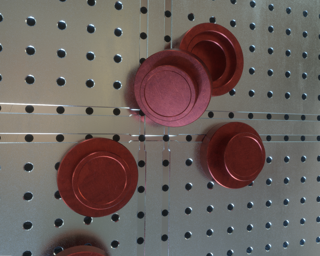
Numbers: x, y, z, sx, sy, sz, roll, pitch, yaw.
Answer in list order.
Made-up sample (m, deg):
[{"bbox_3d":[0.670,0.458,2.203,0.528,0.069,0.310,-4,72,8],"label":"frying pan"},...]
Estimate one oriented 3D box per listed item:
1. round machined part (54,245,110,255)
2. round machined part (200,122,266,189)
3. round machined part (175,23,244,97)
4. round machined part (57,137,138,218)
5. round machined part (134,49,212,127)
[{"bbox_3d":[-0.097,0.188,0.369,0.099,0.042,0.097,0,90,-20],"label":"round machined part"},{"bbox_3d":[0.112,0.040,0.446,0.099,0.042,0.097,0,90,-21],"label":"round machined part"},{"bbox_3d":[0.062,-0.090,0.428,0.099,0.042,0.097,0,90,-20],"label":"round machined part"},{"bbox_3d":[-0.073,0.061,0.377,0.099,0.042,0.097,0,90,-21],"label":"round machined part"},{"bbox_3d":[0.014,-0.046,0.382,0.098,0.042,0.097,5,111,13],"label":"round machined part"}]
